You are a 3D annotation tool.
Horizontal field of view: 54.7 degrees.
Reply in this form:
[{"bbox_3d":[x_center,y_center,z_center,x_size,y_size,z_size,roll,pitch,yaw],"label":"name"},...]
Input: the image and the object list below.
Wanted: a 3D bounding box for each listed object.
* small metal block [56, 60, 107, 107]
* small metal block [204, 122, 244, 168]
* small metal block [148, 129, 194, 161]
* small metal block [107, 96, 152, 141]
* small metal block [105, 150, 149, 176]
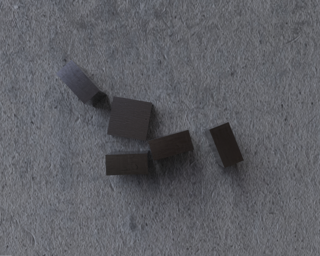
[{"bbox_3d":[-0.098,-0.055,0.397,0.025,0.050,0.050,-43,90,0],"label":"small metal block"},{"bbox_3d":[0.080,0.020,0.398,0.025,0.050,0.050,-22,90,0],"label":"small metal block"},{"bbox_3d":[0.013,0.021,0.397,0.050,0.050,0.025,-16,90,0],"label":"small metal block"},{"bbox_3d":[-0.039,-0.012,0.410,0.050,0.025,0.050,9,90,0],"label":"small metal block"},{"bbox_3d":[-0.040,0.044,0.397,0.050,0.050,0.025,-2,90,0],"label":"small metal block"}]
